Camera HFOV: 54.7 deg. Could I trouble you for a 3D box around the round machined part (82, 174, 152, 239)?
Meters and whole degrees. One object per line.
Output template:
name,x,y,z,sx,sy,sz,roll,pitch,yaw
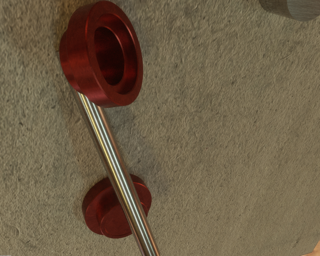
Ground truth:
round machined part,-0.056,0.116,0.437,0.099,0.042,0.097,-14,124,-21

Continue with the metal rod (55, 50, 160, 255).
metal rod,-0.052,0.050,0.370,0.025,0.025,0.298,-24,116,-14

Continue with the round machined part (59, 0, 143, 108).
round machined part,-0.058,-0.067,0.300,0.042,0.098,0.098,-5,133,24

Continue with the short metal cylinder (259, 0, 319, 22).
short metal cylinder,0.166,-0.175,0.374,0.081,0.050,0.079,-14,124,-21
